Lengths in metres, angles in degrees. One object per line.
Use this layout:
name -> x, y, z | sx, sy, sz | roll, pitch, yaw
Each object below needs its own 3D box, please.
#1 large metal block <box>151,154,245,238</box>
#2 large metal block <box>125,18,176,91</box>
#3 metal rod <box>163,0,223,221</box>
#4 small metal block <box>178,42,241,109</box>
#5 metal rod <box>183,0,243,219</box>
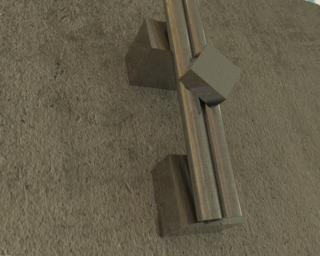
large metal block -> 0.041, 0.079, 0.362 | 0.081, 0.050, 0.080 | 5, 60, -26
large metal block -> 0.005, -0.098, 0.432 | 0.081, 0.080, 0.050 | 3, 61, -27
metal rod -> 0.031, -0.048, 0.358 | 0.025, 0.025, 0.299 | 3, 67, -27
small metal block -> 0.057, -0.059, 0.346 | 0.050, 0.025, 0.050 | 39, 56, -9
metal rod -> 0.055, -0.047, 0.370 | 0.025, 0.025, 0.299 | 3, 67, -27
